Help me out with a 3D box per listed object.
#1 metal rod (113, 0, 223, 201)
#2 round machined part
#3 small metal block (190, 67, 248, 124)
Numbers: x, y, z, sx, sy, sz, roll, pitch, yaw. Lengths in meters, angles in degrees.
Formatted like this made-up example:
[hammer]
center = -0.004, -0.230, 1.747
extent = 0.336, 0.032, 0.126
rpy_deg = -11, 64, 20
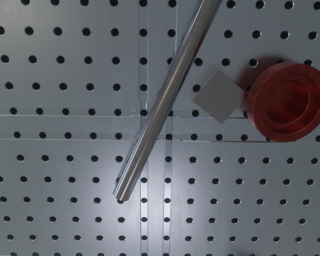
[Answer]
[metal rod]
center = 0.004, -0.030, 0.402
extent = 0.025, 0.025, 0.298
rpy_deg = 22, 108, -8
[round machined part]
center = 0.154, -0.035, 0.388
extent = 0.099, 0.042, 0.097
rpy_deg = -3, 112, -8
[small metal block]
center = 0.076, -0.042, 0.398
extent = 0.050, 0.025, 0.050
rpy_deg = 37, 106, -13
